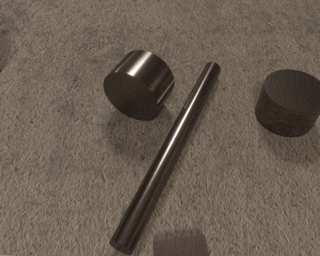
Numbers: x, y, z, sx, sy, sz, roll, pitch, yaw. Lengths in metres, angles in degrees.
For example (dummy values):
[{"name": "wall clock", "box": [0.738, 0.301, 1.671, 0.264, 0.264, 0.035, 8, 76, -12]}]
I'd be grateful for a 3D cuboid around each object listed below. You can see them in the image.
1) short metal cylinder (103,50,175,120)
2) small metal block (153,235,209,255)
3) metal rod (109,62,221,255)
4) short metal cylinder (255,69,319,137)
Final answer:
[{"name": "short metal cylinder", "box": [-0.028, -0.056, 0.415, 0.080, 0.080, 0.050, 21, 53, 16]}, {"name": "small metal block", "box": [0.021, 0.133, 0.292, 0.050, 0.025, 0.050, -5, 50, -5]}, {"name": "metal rod", "box": [0.022, 0.013, 0.392, 0.025, 0.025, 0.301, 19, 52, 15]}, {"name": "short metal cylinder", "box": [0.175, -0.034, 0.418, 0.081, 0.050, 0.080, 0, 50, 0]}]
